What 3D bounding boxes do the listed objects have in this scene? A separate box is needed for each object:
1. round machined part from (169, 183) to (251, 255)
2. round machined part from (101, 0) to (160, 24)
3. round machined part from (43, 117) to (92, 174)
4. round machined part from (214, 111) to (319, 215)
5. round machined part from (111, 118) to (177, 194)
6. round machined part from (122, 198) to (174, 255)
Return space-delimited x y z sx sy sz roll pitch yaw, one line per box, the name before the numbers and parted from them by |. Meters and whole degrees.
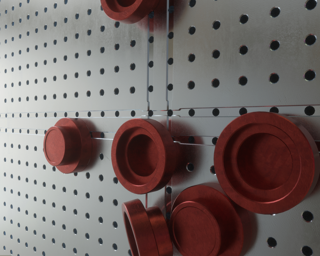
round machined part | 0.050 0.115 0.358 0.098 0.042 0.097 0 90 40
round machined part | -0.035 -0.193 0.429 0.098 0.042 0.097 0 90 40
round machined part | -0.165 0.030 0.537 0.098 0.042 0.097 0 90 40
round machined part | 0.107 0.033 0.310 0.098 0.042 0.097 0 90 40
round machined part | -0.017 0.036 0.413 0.098 0.042 0.097 0 90 40
round machined part | -0.015 0.137 0.392 0.098 0.042 0.098 167 90 -74
